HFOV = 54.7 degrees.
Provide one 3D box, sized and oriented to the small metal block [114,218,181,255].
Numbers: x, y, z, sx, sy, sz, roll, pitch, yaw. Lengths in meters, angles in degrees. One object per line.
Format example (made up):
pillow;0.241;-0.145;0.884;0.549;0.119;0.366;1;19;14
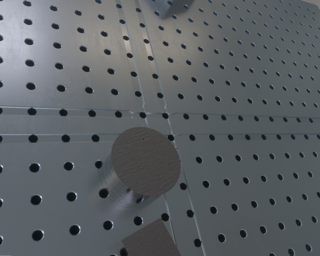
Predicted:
small metal block;-0.012;0.130;0.322;0.050;0.025;0.050;-20;72;-35

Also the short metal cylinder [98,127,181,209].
short metal cylinder;-0.024;0.046;0.351;0.081;0.050;0.080;14;56;-21

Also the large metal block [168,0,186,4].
large metal block;0.033;-0.290;0.587;0.081;0.050;0.080;-33;80;-38
